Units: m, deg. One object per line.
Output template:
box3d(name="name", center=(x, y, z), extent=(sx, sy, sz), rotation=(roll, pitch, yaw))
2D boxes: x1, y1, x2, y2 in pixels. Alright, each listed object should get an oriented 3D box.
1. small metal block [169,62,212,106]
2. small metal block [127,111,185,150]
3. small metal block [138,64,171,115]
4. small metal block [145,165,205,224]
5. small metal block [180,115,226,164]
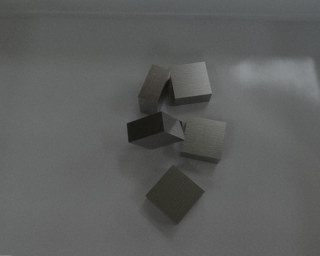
box3d(name="small metal block", center=(0.041, -0.061, 0.432), extent=(0.050, 0.025, 0.050), rotation=(-8, 70, -3))
box3d(name="small metal block", center=(-0.005, 0.005, 0.384), extent=(0.050, 0.050, 0.025), rotation=(-18, 68, 27))
box3d(name="small metal block", center=(-0.007, -0.048, 0.414), extent=(0.025, 0.050, 0.050), rotation=(19, 71, 7))
box3d(name="small metal block", center=(0.018, 0.082, 0.380), extent=(0.050, 0.025, 0.050), rotation=(40, 75, 13))
box3d(name="small metal block", center=(0.056, 0.015, 0.404), extent=(0.050, 0.025, 0.050), rotation=(11, 70, 4))
